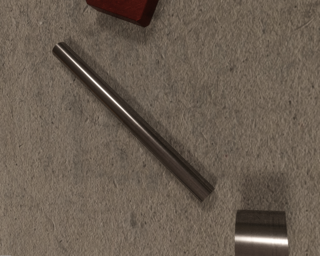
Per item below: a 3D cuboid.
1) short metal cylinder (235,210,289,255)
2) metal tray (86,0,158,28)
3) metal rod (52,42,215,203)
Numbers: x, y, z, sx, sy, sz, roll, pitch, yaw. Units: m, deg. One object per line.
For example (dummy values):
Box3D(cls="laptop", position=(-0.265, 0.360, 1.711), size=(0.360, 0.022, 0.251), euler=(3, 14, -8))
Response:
Box3D(cls="short metal cylinder", position=(0.113, 0.132, 0.340), size=(0.050, 0.080, 0.079), euler=(-3, 89, 20))
Box3D(cls="metal tray", position=(-0.036, -0.214, 0.418), size=(0.090, 0.030, 0.129), euler=(25, 98, 18))
Box3D(cls="metal rod", position=(-0.044, -0.016, 0.423), size=(0.300, 0.025, 0.025), euler=(44, 103, 14))
